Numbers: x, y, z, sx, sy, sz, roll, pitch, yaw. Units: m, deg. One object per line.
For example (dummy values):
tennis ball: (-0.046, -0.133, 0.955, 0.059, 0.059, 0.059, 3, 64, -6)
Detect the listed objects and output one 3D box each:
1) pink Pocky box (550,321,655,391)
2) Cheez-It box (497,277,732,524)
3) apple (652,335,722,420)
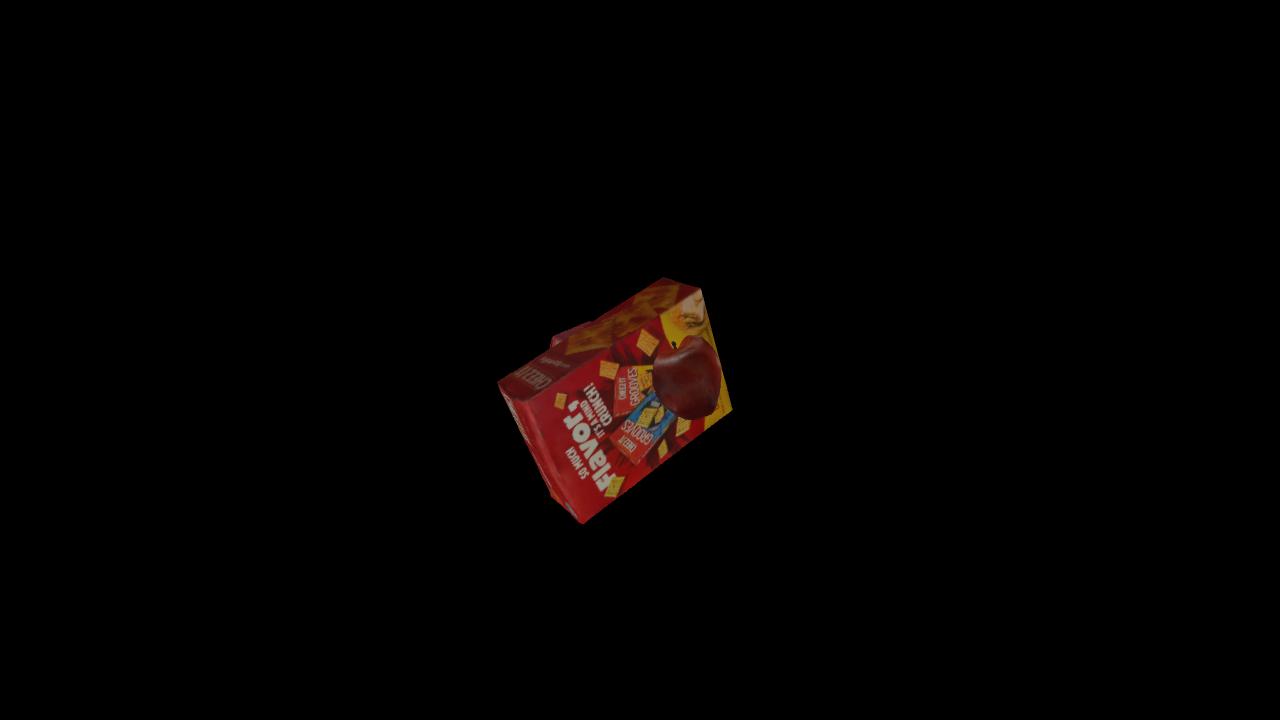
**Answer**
pink Pocky box: (-0.011, -0.003, 0.668, 0.155, 0.029, 0.084, 17, 21, 19)
Cheez-It box: (-0.015, 0.039, 0.645, 0.223, 0.166, 0.071, -35, 35, -24)
apple: (0.046, 0.017, 0.636, 0.079, 0.093, 0.079, -17, 31, 10)
